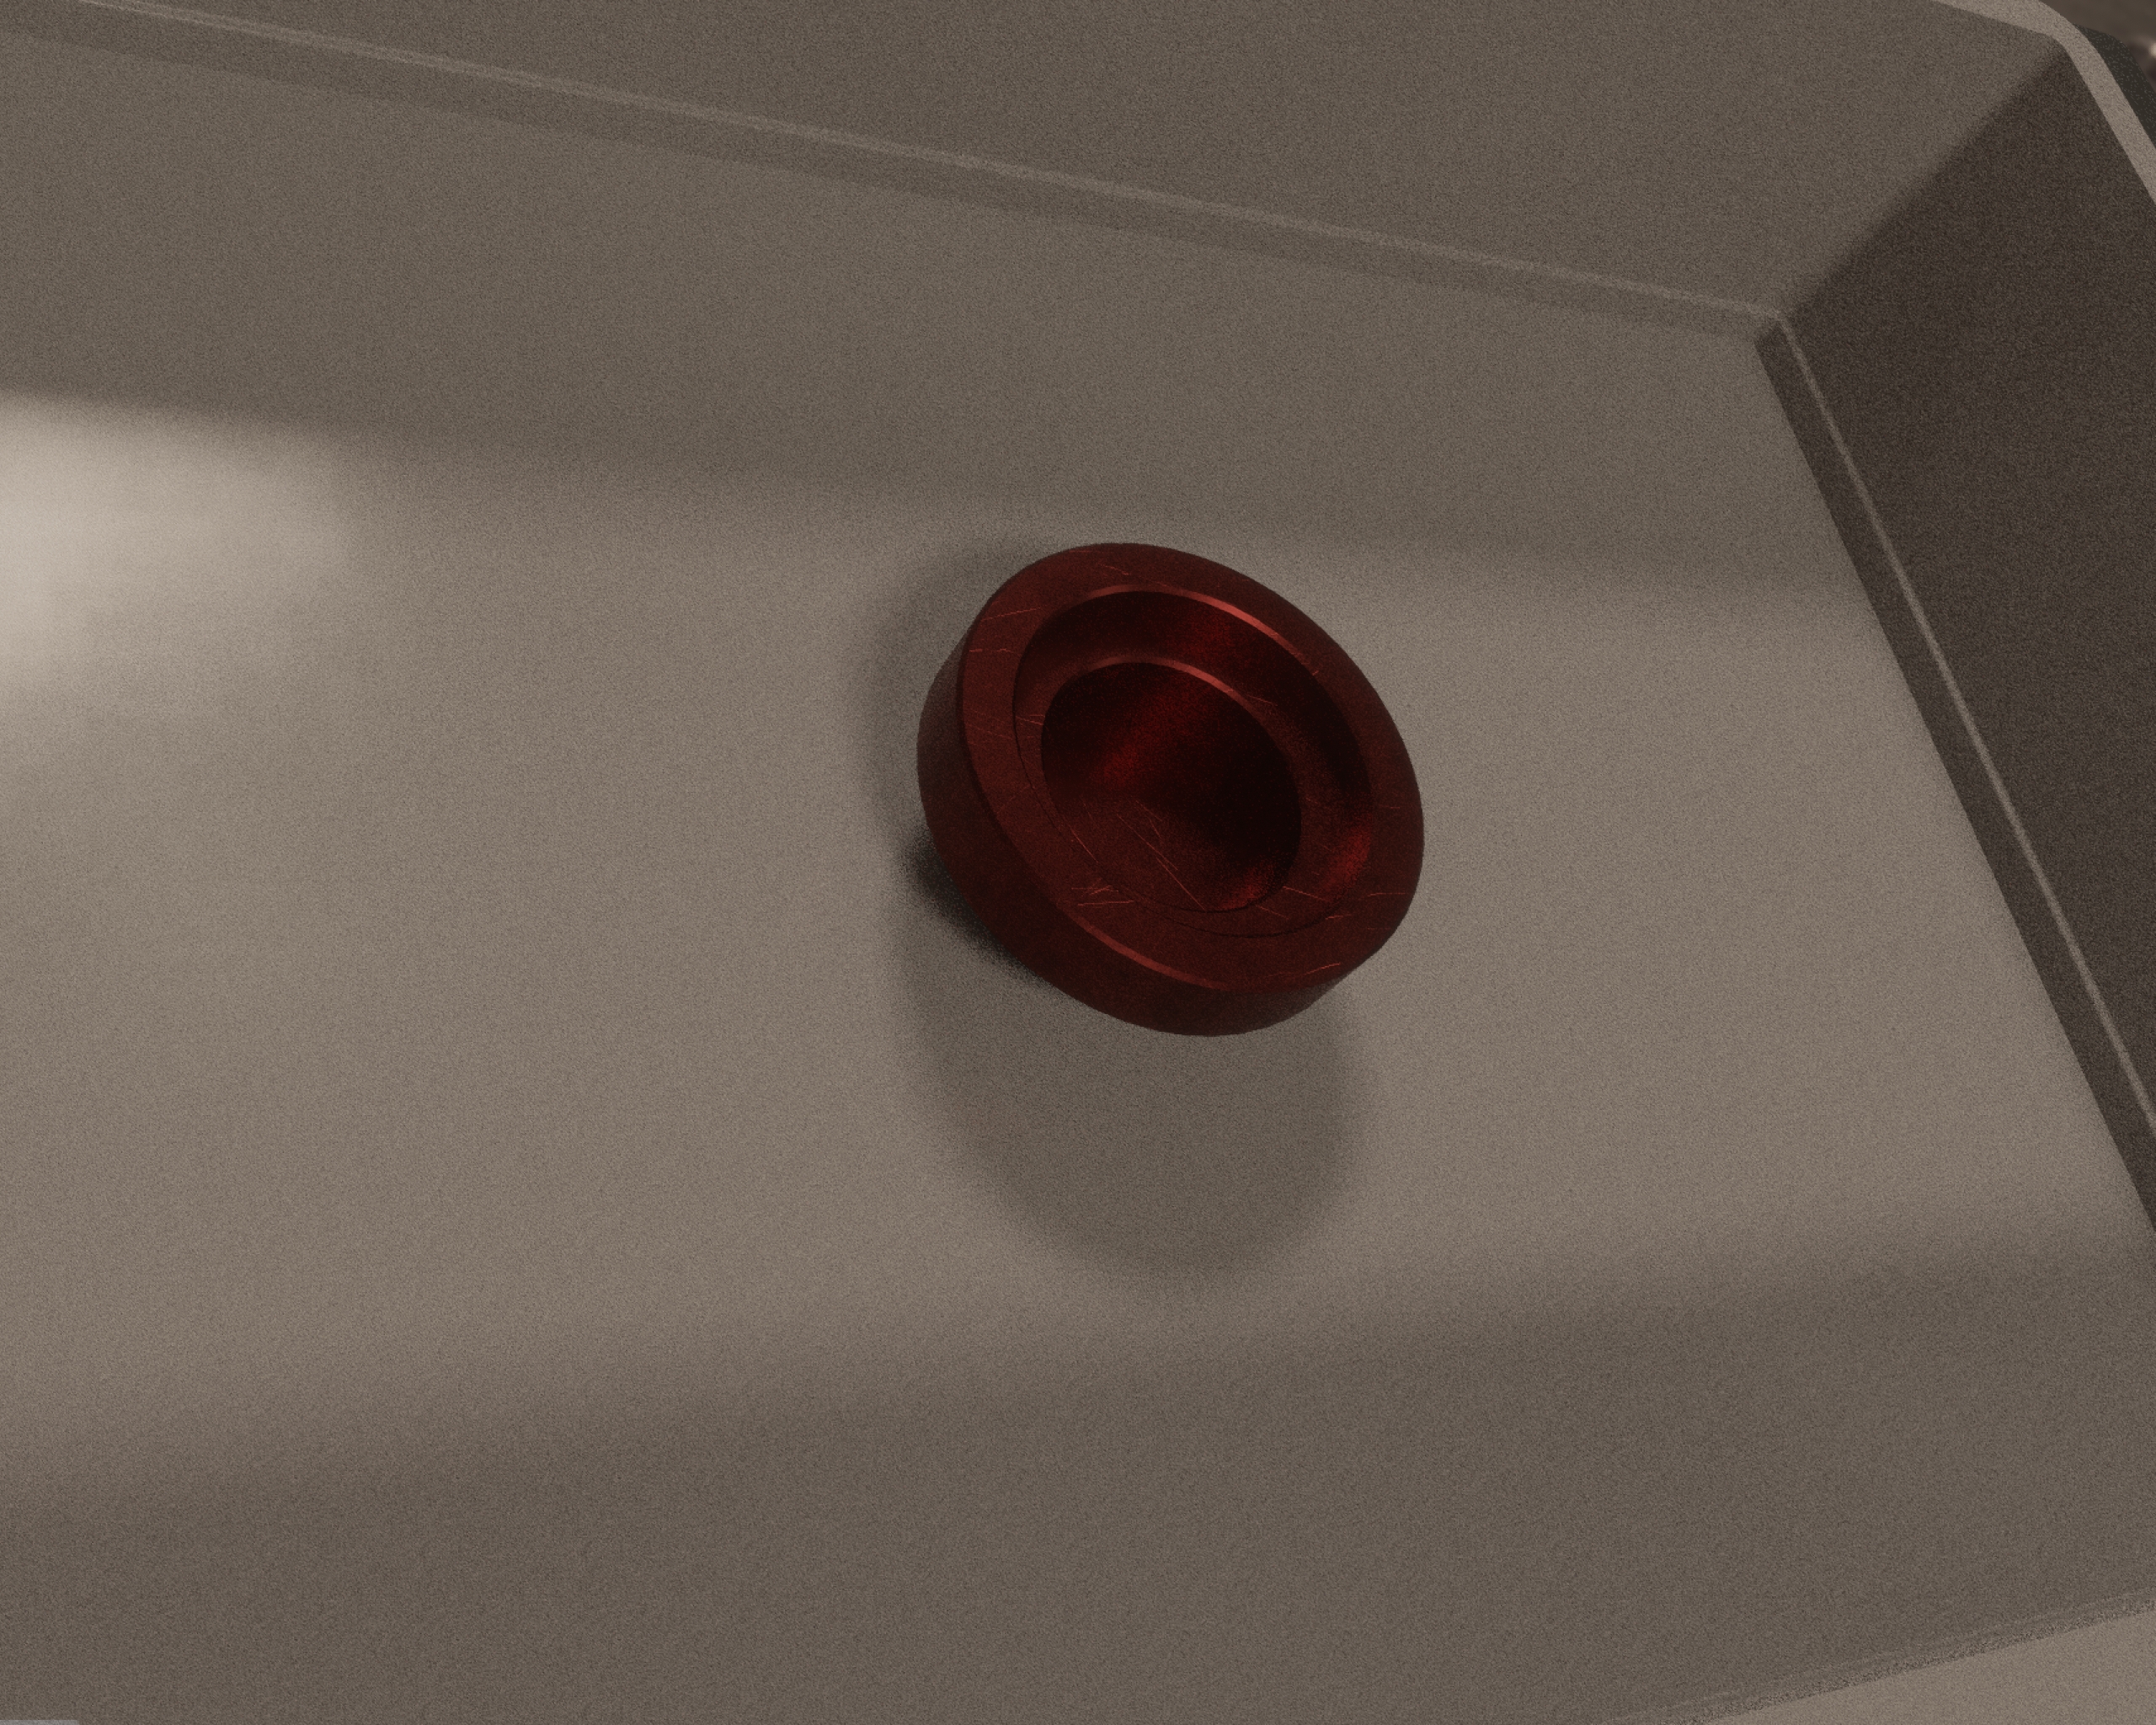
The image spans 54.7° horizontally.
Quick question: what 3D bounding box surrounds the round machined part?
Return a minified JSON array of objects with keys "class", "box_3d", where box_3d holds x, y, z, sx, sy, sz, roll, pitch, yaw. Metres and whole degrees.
[{"class":"round machined part","box_3d":[0.014,-0.010,0.406,0.099,0.042,0.098,14,56,-21]}]
